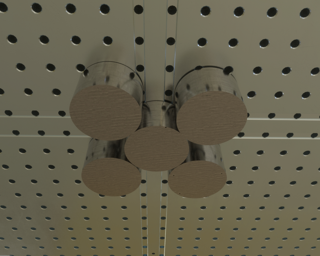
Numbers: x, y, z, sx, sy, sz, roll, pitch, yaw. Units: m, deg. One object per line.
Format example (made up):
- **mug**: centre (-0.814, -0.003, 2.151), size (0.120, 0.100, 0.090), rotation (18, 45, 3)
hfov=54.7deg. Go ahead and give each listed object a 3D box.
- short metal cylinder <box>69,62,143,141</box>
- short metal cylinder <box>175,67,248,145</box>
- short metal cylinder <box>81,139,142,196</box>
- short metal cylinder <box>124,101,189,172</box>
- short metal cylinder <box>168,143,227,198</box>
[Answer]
- **short metal cylinder**: centre (-0.061, -0.031, 0.367), size (0.081, 0.050, 0.079), rotation (0, 130, 0)
- **short metal cylinder**: centre (0.059, -0.025, 0.372), size (0.081, 0.050, 0.079), rotation (0, 130, 0)
- **short metal cylinder**: centre (-0.065, 0.052, 0.437), size (0.081, 0.050, 0.079), rotation (0, 130, 0)
- **short metal cylinder**: centre (-0.004, 0.012, 0.404), size (0.081, 0.050, 0.079), rotation (0, 130, 0)
- **short metal cylinder**: centre (0.051, 0.056, 0.443), size (0.081, 0.050, 0.079), rotation (0, 130, 0)
